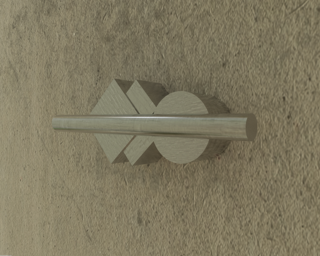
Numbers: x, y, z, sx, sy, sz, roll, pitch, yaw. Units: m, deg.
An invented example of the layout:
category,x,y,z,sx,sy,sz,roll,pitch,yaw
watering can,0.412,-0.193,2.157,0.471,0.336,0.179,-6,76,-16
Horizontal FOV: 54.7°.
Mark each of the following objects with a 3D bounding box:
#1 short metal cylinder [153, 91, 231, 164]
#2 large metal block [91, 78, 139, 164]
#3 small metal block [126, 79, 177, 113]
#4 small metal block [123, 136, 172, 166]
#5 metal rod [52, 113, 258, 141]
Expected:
category,x,y,z,sx,sy,sz,roll,pitch,yaw
short metal cylinder,0.037,-0.001,0.359,0.080,0.050,0.080,0,90,40
large metal block,-0.046,-0.009,0.426,0.080,0.050,0.080,-49,61,28
small metal block,-0.008,-0.033,0.397,0.025,0.050,0.050,-50,61,28
small metal block,-0.011,0.021,0.401,0.050,0.050,0.025,-50,61,28
metal rod,-0.035,-0.004,0.367,0.300,0.025,0.025,2,91,40
